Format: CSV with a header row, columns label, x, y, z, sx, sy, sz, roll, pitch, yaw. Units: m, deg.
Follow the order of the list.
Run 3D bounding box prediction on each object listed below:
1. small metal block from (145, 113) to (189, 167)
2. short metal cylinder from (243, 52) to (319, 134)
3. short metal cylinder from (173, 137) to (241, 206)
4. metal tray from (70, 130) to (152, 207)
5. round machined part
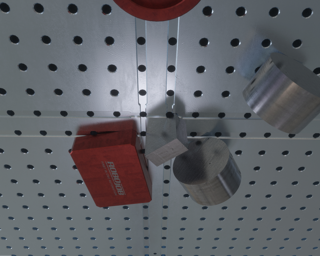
label,x,y,z,sx,sy,sz,roll,pitch,yaw
small metal block,0.008,0.015,0.409,0.050,0.050,0.025,-31,124,23
short metal cylinder,0.141,-0.039,0.344,0.080,0.080,0.050,20,127,-16
short metal cylinder,0.065,0.059,0.427,0.080,0.080,0.050,-21,127,17
metal tray,-0.067,0.065,0.463,0.090,0.030,0.129,-7,130,6
round machined part,-0.003,-0.150,0.273,0.099,0.042,0.097,0,130,0
